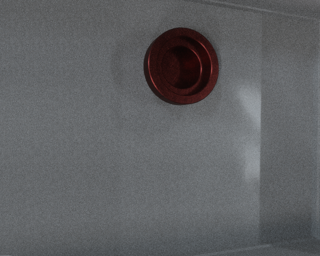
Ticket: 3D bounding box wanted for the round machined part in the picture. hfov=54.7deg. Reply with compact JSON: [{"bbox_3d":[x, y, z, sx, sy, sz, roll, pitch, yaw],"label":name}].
[{"bbox_3d":[0.025,-0.079,0.412,0.099,0.042,0.097,0,90,-21],"label":"round machined part"}]
